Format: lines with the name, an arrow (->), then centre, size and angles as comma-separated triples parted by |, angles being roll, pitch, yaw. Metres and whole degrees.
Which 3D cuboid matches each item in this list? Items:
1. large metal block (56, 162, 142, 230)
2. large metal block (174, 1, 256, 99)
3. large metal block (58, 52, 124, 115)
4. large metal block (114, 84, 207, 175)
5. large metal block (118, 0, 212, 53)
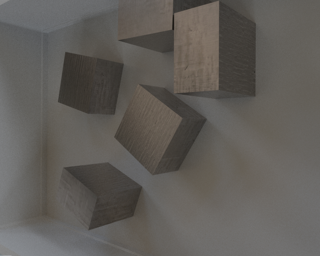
large metal block -> -0.087, 0.093, 0.443 | 0.080, 0.081, 0.050 | 27, 107, 36
large metal block -> 0.059, -0.074, 0.322 | 0.050, 0.081, 0.080 | 1, 90, 40
large metal block -> -0.109, -0.069, 0.480 | 0.080, 0.050, 0.079 | 19, 102, 38
large metal block -> -0.002, 0.001, 0.392 | 0.080, 0.050, 0.079 | 40, 115, 32
large metal block -> 0.008, -0.125, 0.364 | 0.080, 0.081, 0.050 | 3, 92, 40
